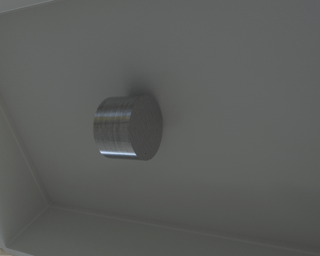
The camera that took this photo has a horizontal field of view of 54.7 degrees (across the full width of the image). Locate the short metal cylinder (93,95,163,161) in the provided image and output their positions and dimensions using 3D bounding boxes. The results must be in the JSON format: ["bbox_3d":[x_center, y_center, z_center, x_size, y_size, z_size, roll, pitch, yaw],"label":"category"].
[{"bbox_3d":[-0.038,0.000,0.388,0.050,0.080,0.080,0,119,28],"label":"short metal cylinder"}]
